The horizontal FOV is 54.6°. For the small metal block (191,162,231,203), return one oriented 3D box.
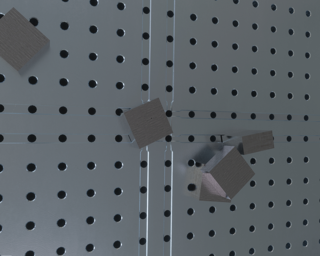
[{"bbox_3d":[0.075,0.077,0.440,0.050,0.025,0.050,9,87,-20],"label":"small metal block"}]

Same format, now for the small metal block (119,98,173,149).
[{"bbox_3d":[-0.018,-0.006,0.406,0.050,0.025,0.050,-25,99,-18],"label":"small metal block"}]

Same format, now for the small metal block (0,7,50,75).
[{"bbox_3d":[-0.163,-0.098,0.352,0.050,0.025,0.050,43,76,-15],"label":"small metal block"}]

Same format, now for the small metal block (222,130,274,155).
[{"bbox_3d":[0.125,0.020,0.445,0.050,0.050,0.025,-10,94,-20],"label":"small metal block"}]

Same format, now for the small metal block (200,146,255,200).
[{"bbox_3d":[0.092,0.059,0.420,0.050,0.025,0.050,-42,103,-16],"label":"small metal block"}]
